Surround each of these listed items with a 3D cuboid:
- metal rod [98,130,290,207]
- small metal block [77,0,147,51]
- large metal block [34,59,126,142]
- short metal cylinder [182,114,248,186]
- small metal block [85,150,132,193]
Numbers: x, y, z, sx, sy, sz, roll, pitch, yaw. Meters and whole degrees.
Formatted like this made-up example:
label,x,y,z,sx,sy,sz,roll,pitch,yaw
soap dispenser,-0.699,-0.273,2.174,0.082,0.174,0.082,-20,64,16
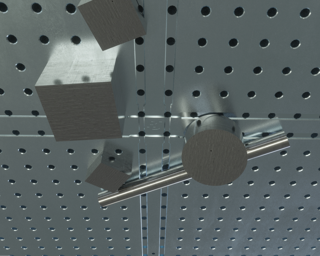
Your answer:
label,x,y,z,sx,sy,sz,roll,pitch,yaw
metal rod,0.040,0.066,0.468,0.301,0.025,0.025,-21,127,16
small metal block,-0.046,-0.114,0.314,0.050,0.025,0.050,-17,128,13
large metal block,-0.088,-0.032,0.367,0.080,0.050,0.079,-3,130,2
short metal cylinder,0.070,0.028,0.405,0.080,0.050,0.079,3,114,7
small metal block,-0.077,0.067,0.468,0.050,0.025,0.050,28,124,-23
